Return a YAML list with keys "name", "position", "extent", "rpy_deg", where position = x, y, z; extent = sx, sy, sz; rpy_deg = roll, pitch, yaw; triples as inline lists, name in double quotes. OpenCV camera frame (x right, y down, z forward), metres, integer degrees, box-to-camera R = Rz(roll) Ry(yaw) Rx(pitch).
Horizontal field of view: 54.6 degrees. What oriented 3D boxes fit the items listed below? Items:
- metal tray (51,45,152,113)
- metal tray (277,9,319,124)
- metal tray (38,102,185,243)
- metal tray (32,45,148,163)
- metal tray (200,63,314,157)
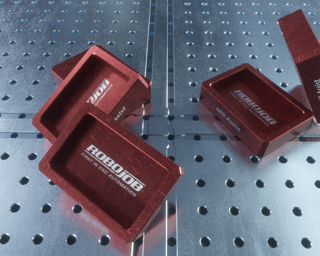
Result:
- name: "metal tray"
  position: [-0.087, -0.067, 0.461]
  extent: [0.090, 0.030, 0.130]
  rpy_deg: [-36, 59, -27]
- name: "metal tray"
  position: [0.197, -0.078, 0.407]
  extent: [0.030, 0.130, 0.090]
  rpy_deg: [-21, 45, 25]
- name: "metal tray"
  position: [-0.052, 0.044, 0.329]
  extent: [0.130, 0.030, 0.090]
  rpy_deg: [35, 87, 15]
- name: "metal tray"
  position: [-0.089, -0.030, 0.391]
  extent: [0.090, 0.030, 0.130]
  rpy_deg: [37, 87, 27]
- name: "metal tray"
  position: [0.129, -0.031, 0.430]
  extent: [0.091, 0.030, 0.130]
  rpy_deg: [-26, 55, -20]
